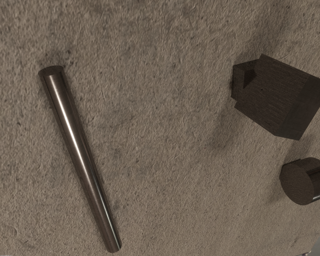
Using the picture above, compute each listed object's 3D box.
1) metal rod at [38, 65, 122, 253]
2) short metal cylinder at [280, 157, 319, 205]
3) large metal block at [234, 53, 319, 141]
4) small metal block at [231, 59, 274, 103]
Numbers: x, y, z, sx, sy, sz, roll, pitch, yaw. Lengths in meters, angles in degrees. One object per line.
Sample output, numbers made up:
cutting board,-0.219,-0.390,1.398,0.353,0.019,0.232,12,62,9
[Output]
metal rod,-0.091,0.063,0.397,0.025,0.025,0.298,-21,127,-16
short metal cylinder,0.277,0.100,0.589,0.050,0.080,0.079,-13,124,-22
large metal block,0.156,-0.041,0.401,0.050,0.080,0.079,10,114,-33
small metal block,0.131,-0.067,0.439,0.050,0.025,0.050,-17,126,-19
